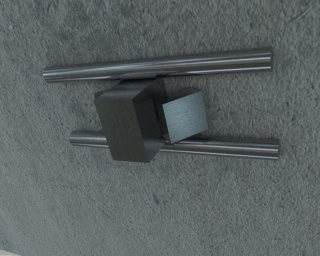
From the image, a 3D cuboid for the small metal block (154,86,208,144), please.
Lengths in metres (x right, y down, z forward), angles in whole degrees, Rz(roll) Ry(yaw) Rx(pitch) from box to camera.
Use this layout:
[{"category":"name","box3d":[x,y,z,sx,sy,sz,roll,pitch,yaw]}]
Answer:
[{"category":"small metal block","box3d":[0.026,-0.016,0.366,0.025,0.050,0.050,40,147,60]}]

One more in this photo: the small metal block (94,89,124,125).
[{"category":"small metal block","box3d":[-0.067,-0.020,0.412,0.025,0.050,0.050,-17,116,-8]}]

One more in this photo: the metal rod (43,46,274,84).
[{"category":"metal rod","box3d":[-0.023,-0.072,0.374,0.301,0.025,0.025,2,119,27]}]

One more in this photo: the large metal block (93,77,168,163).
[{"category":"large metal block","box3d":[-0.026,-0.014,0.379,0.050,0.080,0.079,1,119,27]}]

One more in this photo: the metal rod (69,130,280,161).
[{"category":"metal rod","box3d":[0.001,0.021,0.419,0.301,0.025,0.025,2,119,27]}]
